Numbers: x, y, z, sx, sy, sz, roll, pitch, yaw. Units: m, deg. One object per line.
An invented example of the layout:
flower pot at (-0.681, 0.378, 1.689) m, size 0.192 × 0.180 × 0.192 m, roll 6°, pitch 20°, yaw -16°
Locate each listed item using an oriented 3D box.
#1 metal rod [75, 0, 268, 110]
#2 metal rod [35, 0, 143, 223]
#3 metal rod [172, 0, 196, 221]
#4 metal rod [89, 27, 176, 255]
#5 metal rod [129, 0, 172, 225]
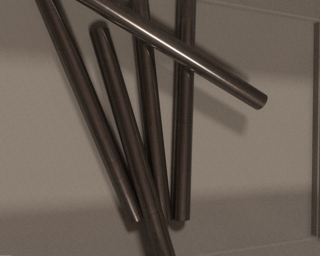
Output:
metal rod at (0.015, -0.102, 0.389) m, size 0.301 × 0.025 × 0.025 m, roll 27°, pitch 81°, yaw -18°
metal rod at (-0.083, -0.022, 0.380) m, size 0.025 × 0.025 × 0.298 m, roll -24°, pitch 98°, yaw -19°
metal rod at (0.033, -0.026, 0.423) m, size 0.025 × 0.025 × 0.298 m, roll 2°, pitch 89°, yaw -20°
metal rod at (-0.033, 0.023, 0.386) m, size 0.025 × 0.025 × 0.298 m, roll -17°, pitch 91°, yaw -20°
metal rod at (-0.012, -0.021, 0.407) m, size 0.025 × 0.025 × 0.298 m, roll -7°, pitch 93°, yaw -20°
